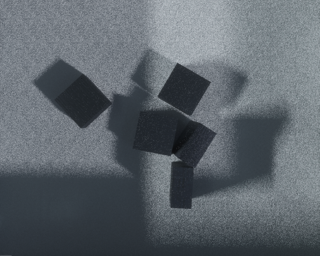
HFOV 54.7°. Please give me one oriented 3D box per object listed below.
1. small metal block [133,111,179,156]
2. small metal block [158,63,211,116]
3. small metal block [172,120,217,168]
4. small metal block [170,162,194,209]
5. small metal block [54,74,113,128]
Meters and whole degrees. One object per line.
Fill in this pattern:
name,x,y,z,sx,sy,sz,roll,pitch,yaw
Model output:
small metal block,-0.006,0.007,0.411,0.050,0.025,0.050,11,90,0
small metal block,0.032,-0.050,0.411,0.050,0.025,0.050,30,90,0
small metal block,0.042,0.019,0.397,0.025,0.050,0.050,32,90,-9
small metal block,0.027,0.072,0.399,0.025,0.050,0.050,3,90,0
small metal block,-0.100,-0.035,0.410,0.050,0.025,0.050,-43,90,0
